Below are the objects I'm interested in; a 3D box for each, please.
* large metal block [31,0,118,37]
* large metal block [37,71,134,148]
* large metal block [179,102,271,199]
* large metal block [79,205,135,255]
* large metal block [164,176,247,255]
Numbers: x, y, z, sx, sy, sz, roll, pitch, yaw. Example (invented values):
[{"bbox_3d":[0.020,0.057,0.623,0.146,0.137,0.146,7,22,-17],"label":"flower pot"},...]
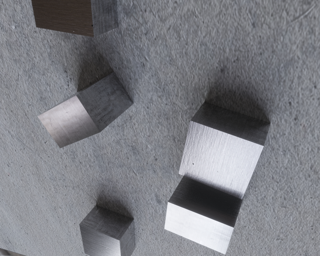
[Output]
[{"bbox_3d":[-0.097,-0.153,0.347,0.080,0.050,0.079,15,125,20],"label":"large metal block"},{"bbox_3d":[-0.096,-0.024,0.407,0.080,0.080,0.050,-20,108,35],"label":"large metal block"},{"bbox_3d":[0.075,0.025,0.367,0.080,0.050,0.079,20,126,16],"label":"large metal block"},{"bbox_3d":[-0.093,0.197,0.562,0.080,0.050,0.079,14,124,20],"label":"large metal block"},{"bbox_3d":[0.061,0.101,0.402,0.080,0.080,0.050,18,125,18],"label":"large metal block"}]
